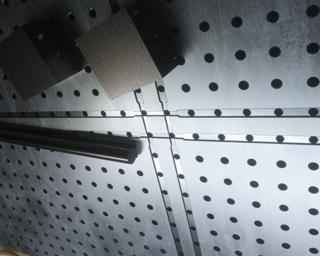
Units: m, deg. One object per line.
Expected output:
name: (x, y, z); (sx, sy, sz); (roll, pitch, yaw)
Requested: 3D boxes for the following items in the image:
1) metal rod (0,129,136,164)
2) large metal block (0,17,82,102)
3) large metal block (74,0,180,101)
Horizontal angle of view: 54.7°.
metal rod: (-0.177, 0.026, 0.520); (0.301, 0.025, 0.025); (6, 121, 25)
large metal block: (-0.171, -0.093, 0.428); (0.080, 0.050, 0.080); (-17, 109, 35)
large metal block: (-0.037, -0.088, 0.360); (0.080, 0.050, 0.080); (-18, 109, 35)
